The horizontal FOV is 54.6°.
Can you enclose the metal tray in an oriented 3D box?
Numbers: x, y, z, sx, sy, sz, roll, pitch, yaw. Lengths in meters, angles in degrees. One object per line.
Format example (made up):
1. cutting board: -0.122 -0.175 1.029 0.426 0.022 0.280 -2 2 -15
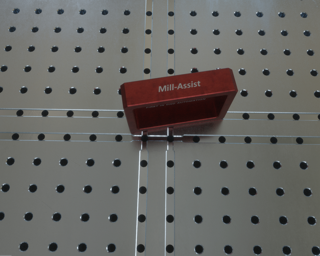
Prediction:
1. metal tray: 0.022 -0.032 0.388 0.131 0.090 0.030 -9 71 -3
